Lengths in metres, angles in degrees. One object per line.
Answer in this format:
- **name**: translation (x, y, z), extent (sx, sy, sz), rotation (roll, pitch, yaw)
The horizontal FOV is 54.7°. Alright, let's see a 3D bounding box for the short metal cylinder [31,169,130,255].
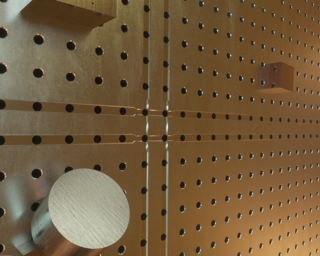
- **short metal cylinder**: translation (-0.078, 0.087, 0.305), extent (0.080, 0.050, 0.080), rotation (24, 41, -23)

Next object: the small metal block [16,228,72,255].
- **small metal block**: translation (-0.111, 0.135, 0.318), extent (0.050, 0.025, 0.050), rotation (-22, 104, -38)

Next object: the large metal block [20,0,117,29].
- **large metal block**: translation (-0.092, -0.156, 0.317), extent (0.081, 0.050, 0.079), rotation (1, 89, -40)

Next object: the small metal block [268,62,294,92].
- **small metal block**: translation (0.241, -0.100, 0.615), extent (0.050, 0.025, 0.050), rotation (7, 86, -40)
